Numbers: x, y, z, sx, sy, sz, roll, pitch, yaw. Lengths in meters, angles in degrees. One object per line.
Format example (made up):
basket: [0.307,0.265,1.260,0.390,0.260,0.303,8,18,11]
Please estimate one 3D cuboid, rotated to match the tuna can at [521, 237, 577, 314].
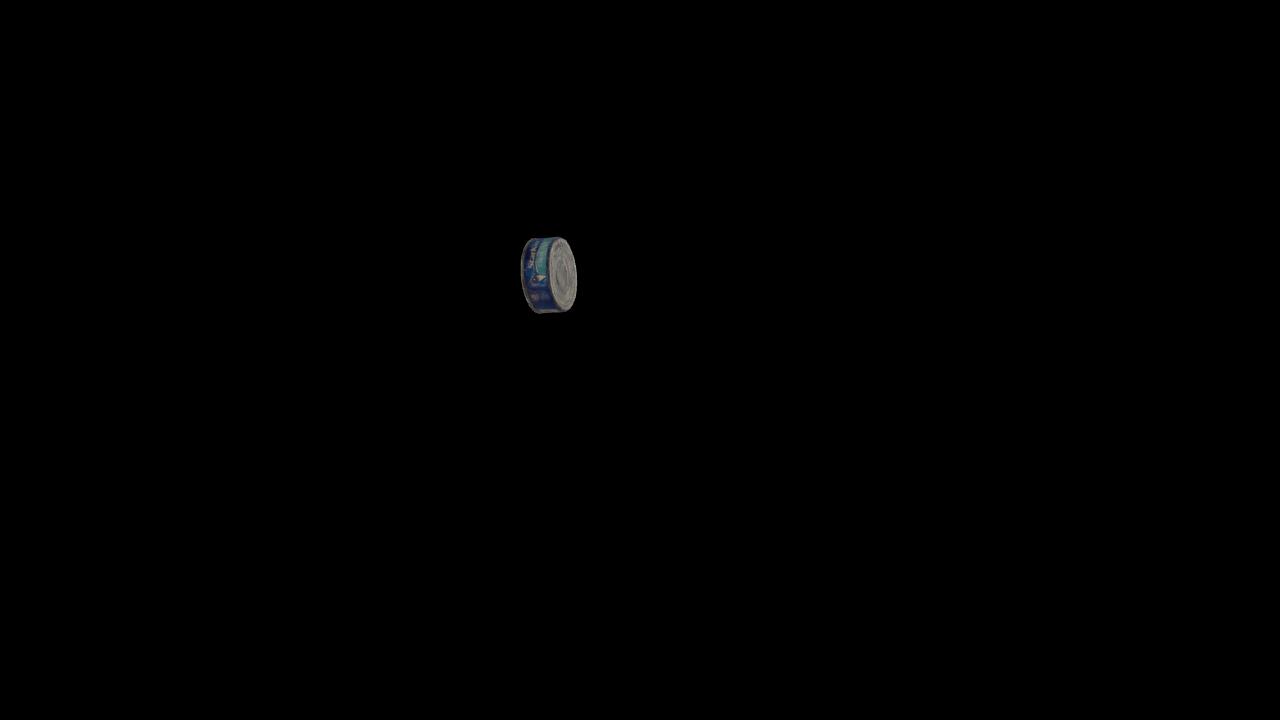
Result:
tuna can: [-0.099,-0.093,0.681,0.034,0.084,0.084,-1,0,16]
